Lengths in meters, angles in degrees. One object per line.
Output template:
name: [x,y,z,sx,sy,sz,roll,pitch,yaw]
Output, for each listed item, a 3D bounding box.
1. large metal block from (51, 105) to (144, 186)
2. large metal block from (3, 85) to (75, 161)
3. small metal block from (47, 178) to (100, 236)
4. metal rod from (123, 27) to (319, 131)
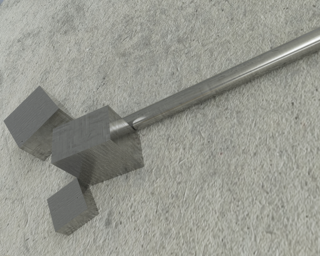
large metal block: [-0.077,0.026,0.393,0.080,0.080,0.050,-22,54,15]
large metal block: [-0.188,-0.008,0.491,0.080,0.050,0.080,-46,51,-4]
small metal block: [-0.113,0.102,0.401,0.050,0.025,0.050,-36,51,4]
metal rod: [0.078,-0.058,0.398,0.300,0.025,0.025,-24,53,13]
